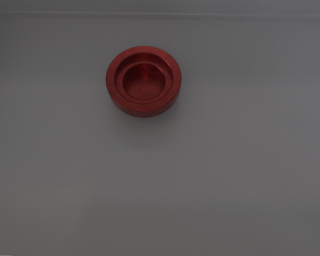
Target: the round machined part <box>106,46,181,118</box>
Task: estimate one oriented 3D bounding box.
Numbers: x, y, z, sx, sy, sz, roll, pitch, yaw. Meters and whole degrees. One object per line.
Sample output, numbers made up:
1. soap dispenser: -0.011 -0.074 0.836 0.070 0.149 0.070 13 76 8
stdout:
1. round machined part: -0.021 -0.059 0.422 0.099 0.042 0.098 0 70 0
